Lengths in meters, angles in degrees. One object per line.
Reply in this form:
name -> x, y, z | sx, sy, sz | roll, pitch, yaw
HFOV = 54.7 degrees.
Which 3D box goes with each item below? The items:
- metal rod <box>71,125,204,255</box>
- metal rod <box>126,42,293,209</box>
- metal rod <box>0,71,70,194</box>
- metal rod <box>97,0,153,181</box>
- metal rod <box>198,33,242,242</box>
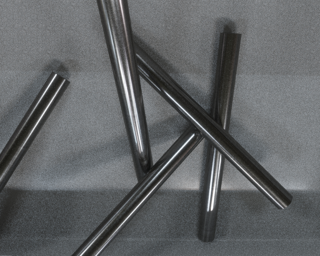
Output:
metal rod -> -0.044, 0.105, 0.386 | 0.025, 0.025, 0.300 | 46, 79, -15
metal rod -> 0.054, -0.007, 0.386 | 0.300, 0.025, 0.025 | 44, 104, -6
metal rod -> -0.203, 0.062, 0.388 | 0.025, 0.025, 0.299 | 32, 90, -12
metal rod -> -0.030, -0.024, 0.338 | 0.025, 0.025, 0.298 | -5, 135, 1
metal rod -> 0.078, 0.026, 0.422 | 0.025, 0.025, 0.298 | 2, 110, -1
